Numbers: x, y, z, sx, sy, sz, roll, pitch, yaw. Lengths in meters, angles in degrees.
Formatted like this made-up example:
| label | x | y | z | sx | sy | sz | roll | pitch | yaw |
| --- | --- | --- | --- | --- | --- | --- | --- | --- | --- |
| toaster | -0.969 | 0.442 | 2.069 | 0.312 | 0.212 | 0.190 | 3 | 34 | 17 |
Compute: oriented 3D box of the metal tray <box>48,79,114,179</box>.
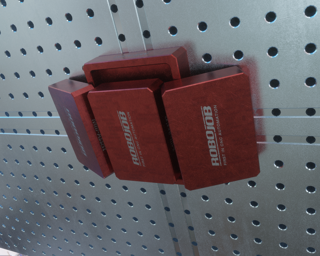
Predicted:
| label | x | y | z | sx | sy | sz | roll | pitch | yaw |
| --- | --- | --- | --- | --- | --- | --- | --- | --- | --- |
| metal tray | -0.106 | 0.000 | 0.438 | 0.090 | 0.030 | 0.129 | 19 | 131 | 49 |

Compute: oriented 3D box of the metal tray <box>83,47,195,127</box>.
| label | x | y | z | sx | sy | sz | roll | pitch | yaw |
| --- | --- | --- | --- | --- | --- | --- | --- | --- | --- |
| metal tray | -0.025 | -0.048 | 0.390 | 0.130 | 0.030 | 0.089 | 0 | 119 | 27 |

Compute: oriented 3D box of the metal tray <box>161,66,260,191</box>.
| label | x | y | z | sx | sy | sz | roll | pitch | yaw |
| --- | --- | --- | --- | --- | --- | --- | --- | --- | --- |
| metal tray | 0.059 | 0.004 | 0.354 | 0.090 | 0.030 | 0.129 | -13 | 115 | 3 |

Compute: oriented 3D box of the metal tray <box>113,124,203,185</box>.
| label | x | y | z | sx | sy | sz | roll | pitch | yaw |
| --- | --- | --- | --- | --- | --- | --- | --- | --- | --- |
| metal tray | -0.004 | 0.031 | 0.429 | 0.130 | 0.030 | 0.089 | 0 | 119 | 27 |

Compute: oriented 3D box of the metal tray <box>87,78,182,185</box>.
| label | x | y | z | sx | sy | sz | roll | pitch | yaw |
| --- | --- | --- | --- | --- | --- | --- | --- | --- | --- |
| metal tray | -0.028 | 0.007 | 0.386 | 0.090 | 0.030 | 0.129 | 0 | 118 | 28 |
